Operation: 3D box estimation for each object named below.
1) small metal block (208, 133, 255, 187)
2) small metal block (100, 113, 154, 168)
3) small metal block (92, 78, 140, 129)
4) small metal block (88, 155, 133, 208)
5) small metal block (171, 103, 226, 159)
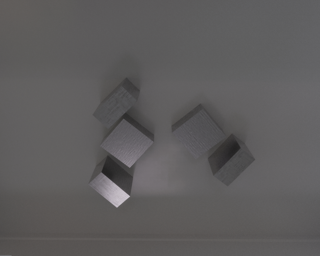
[{"bbox_3d":[0.094,0.042,0.414,0.025,0.050,0.050,37,106,-13],"label":"small metal block"},{"bbox_3d":[-0.043,0.017,0.417,0.050,0.025,0.050,39,105,-13],"label":"small metal block"},{"bbox_3d":[-0.053,-0.032,0.386,0.050,0.050,0.025,-42,105,14],"label":"small metal block"},{"bbox_3d":[-0.066,0.072,0.424,0.025,0.050,0.050,-43,105,14],"label":"small metal block"},{"bbox_3d":[0.051,0.004,0.413,0.050,0.025,0.050,-38,106,13],"label":"small metal block"}]
